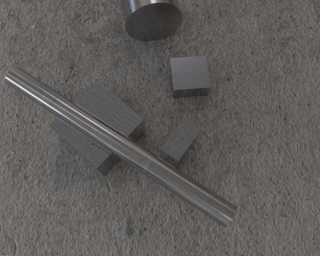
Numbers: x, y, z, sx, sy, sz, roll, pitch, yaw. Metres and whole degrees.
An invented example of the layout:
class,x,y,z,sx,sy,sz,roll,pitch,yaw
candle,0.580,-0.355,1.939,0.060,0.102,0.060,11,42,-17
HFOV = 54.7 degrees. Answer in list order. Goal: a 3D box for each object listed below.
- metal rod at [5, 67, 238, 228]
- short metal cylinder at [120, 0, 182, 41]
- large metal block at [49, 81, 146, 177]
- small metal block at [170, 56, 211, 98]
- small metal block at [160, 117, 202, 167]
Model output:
class,x,y,z,sx,sy,sz,roll,pitch,yaw
metal rod,-0.052,0.015,0.349,0.301,0.025,0.025,32,73,10
short metal cylinder,-0.013,-0.169,0.441,0.081,0.080,0.050,-11,71,-4
large metal block,-0.076,0.001,0.394,0.080,0.050,0.080,39,74,13
small metal block,0.041,-0.072,0.435,0.050,0.025,0.050,-5,70,-2
small metal block,0.025,0.021,0.388,0.025,0.050,0.050,34,74,11
